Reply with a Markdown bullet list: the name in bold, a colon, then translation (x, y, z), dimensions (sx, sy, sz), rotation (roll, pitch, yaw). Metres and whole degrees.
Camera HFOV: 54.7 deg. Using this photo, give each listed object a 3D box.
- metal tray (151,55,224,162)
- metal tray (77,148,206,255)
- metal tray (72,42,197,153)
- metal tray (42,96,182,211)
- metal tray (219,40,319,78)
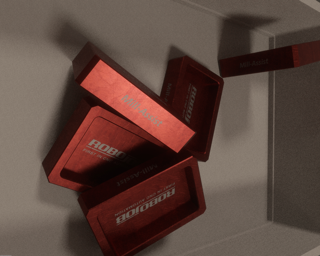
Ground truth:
- **metal tray**: translation (0.041, -0.025, 0.439), dimensions (0.091, 0.030, 0.129), rotation (22, 76, -38)
- **metal tray**: translation (-0.014, 0.086, 0.349), dimensions (0.131, 0.030, 0.089), rotation (-25, 123, -19)
- **metal tray**: translation (-0.029, -0.033, 0.330), dimensions (0.130, 0.090, 0.030), rotation (36, 99, -27)
- **metal tray**: translation (-0.047, 0.033, 0.343), dimensions (0.131, 0.030, 0.090), rotation (29, 95, -37)
- **metal tray**: translation (0.171, -0.107, 0.484), dimensions (0.091, 0.130, 0.030), rotation (-19, 103, -39)
